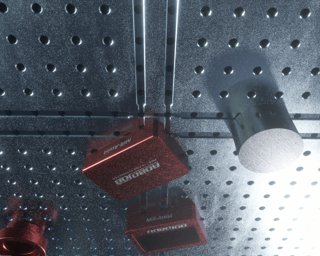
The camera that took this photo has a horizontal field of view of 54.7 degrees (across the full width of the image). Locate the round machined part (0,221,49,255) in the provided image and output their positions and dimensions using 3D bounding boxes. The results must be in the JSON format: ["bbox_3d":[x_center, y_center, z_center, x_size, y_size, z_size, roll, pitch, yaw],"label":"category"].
[{"bbox_3d":[-0.258,0.211,0.576,0.099,0.042,0.097,-1,130,0],"label":"round machined part"}]

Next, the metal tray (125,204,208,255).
[{"bbox_3d":[0.013,0.189,0.569,0.130,0.030,0.090,-15,129,11],"label":"metal tray"}]

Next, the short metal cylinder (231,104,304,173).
[{"bbox_3d":[0.140,0.015,0.410,0.081,0.050,0.079,0,130,0],"label":"short metal cylinder"}]

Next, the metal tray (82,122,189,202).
[{"bbox_3d":[-0.035,0.054,0.454,0.130,0.030,0.090,-27,126,20],"label":"metal tray"}]
